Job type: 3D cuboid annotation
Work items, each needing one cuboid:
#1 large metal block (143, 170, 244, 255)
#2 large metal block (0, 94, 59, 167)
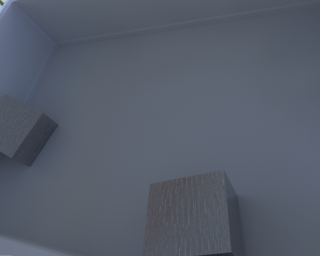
[{"bbox_3d":[0.034,0.095,0.304,0.080,0.050,0.080,-14,44,20],"label":"large metal block"},{"bbox_3d":[-0.226,0.004,0.493,0.080,0.050,0.080,24,74,19],"label":"large metal block"}]
